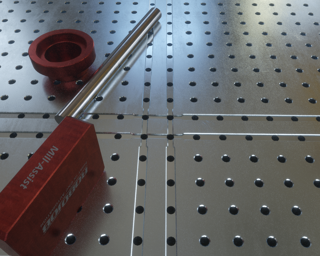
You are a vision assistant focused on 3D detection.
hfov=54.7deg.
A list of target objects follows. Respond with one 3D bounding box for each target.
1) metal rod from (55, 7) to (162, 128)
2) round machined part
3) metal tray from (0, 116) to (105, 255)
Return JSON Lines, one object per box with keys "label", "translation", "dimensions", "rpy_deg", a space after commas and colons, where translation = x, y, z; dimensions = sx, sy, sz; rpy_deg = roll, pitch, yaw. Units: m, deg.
{"label": "metal rod", "translation": [-0.069, -0.113, 0.501], "dimensions": [0.025, 0.025, 0.301], "rpy_deg": [19, 52, 15]}
{"label": "round machined part", "translation": [-0.150, -0.111, 0.489], "dimensions": [0.099, 0.042, 0.098], "rpy_deg": [0, 50, 0]}
{"label": "metal tray", "translation": [-0.107, 0.063, 0.311], "dimensions": [0.030, 0.090, 0.130], "rpy_deg": [19, 52, 15]}
